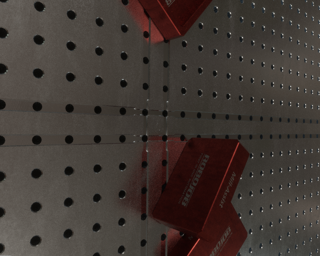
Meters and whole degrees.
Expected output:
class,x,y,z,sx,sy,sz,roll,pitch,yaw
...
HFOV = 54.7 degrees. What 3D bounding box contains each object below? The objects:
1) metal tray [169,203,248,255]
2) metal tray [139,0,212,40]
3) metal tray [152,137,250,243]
class,x,y,z,sx,sy,sz,roll,pitch,yaw
metal tray,0.077,0.181,0.474,0.131,0.030,0.090,-45,117,-31
metal tray,0.029,-0.198,0.431,0.090,0.030,0.130,50,60,-28
metal tray,0.054,0.075,0.414,0.030,0.090,0.130,43,64,-32
